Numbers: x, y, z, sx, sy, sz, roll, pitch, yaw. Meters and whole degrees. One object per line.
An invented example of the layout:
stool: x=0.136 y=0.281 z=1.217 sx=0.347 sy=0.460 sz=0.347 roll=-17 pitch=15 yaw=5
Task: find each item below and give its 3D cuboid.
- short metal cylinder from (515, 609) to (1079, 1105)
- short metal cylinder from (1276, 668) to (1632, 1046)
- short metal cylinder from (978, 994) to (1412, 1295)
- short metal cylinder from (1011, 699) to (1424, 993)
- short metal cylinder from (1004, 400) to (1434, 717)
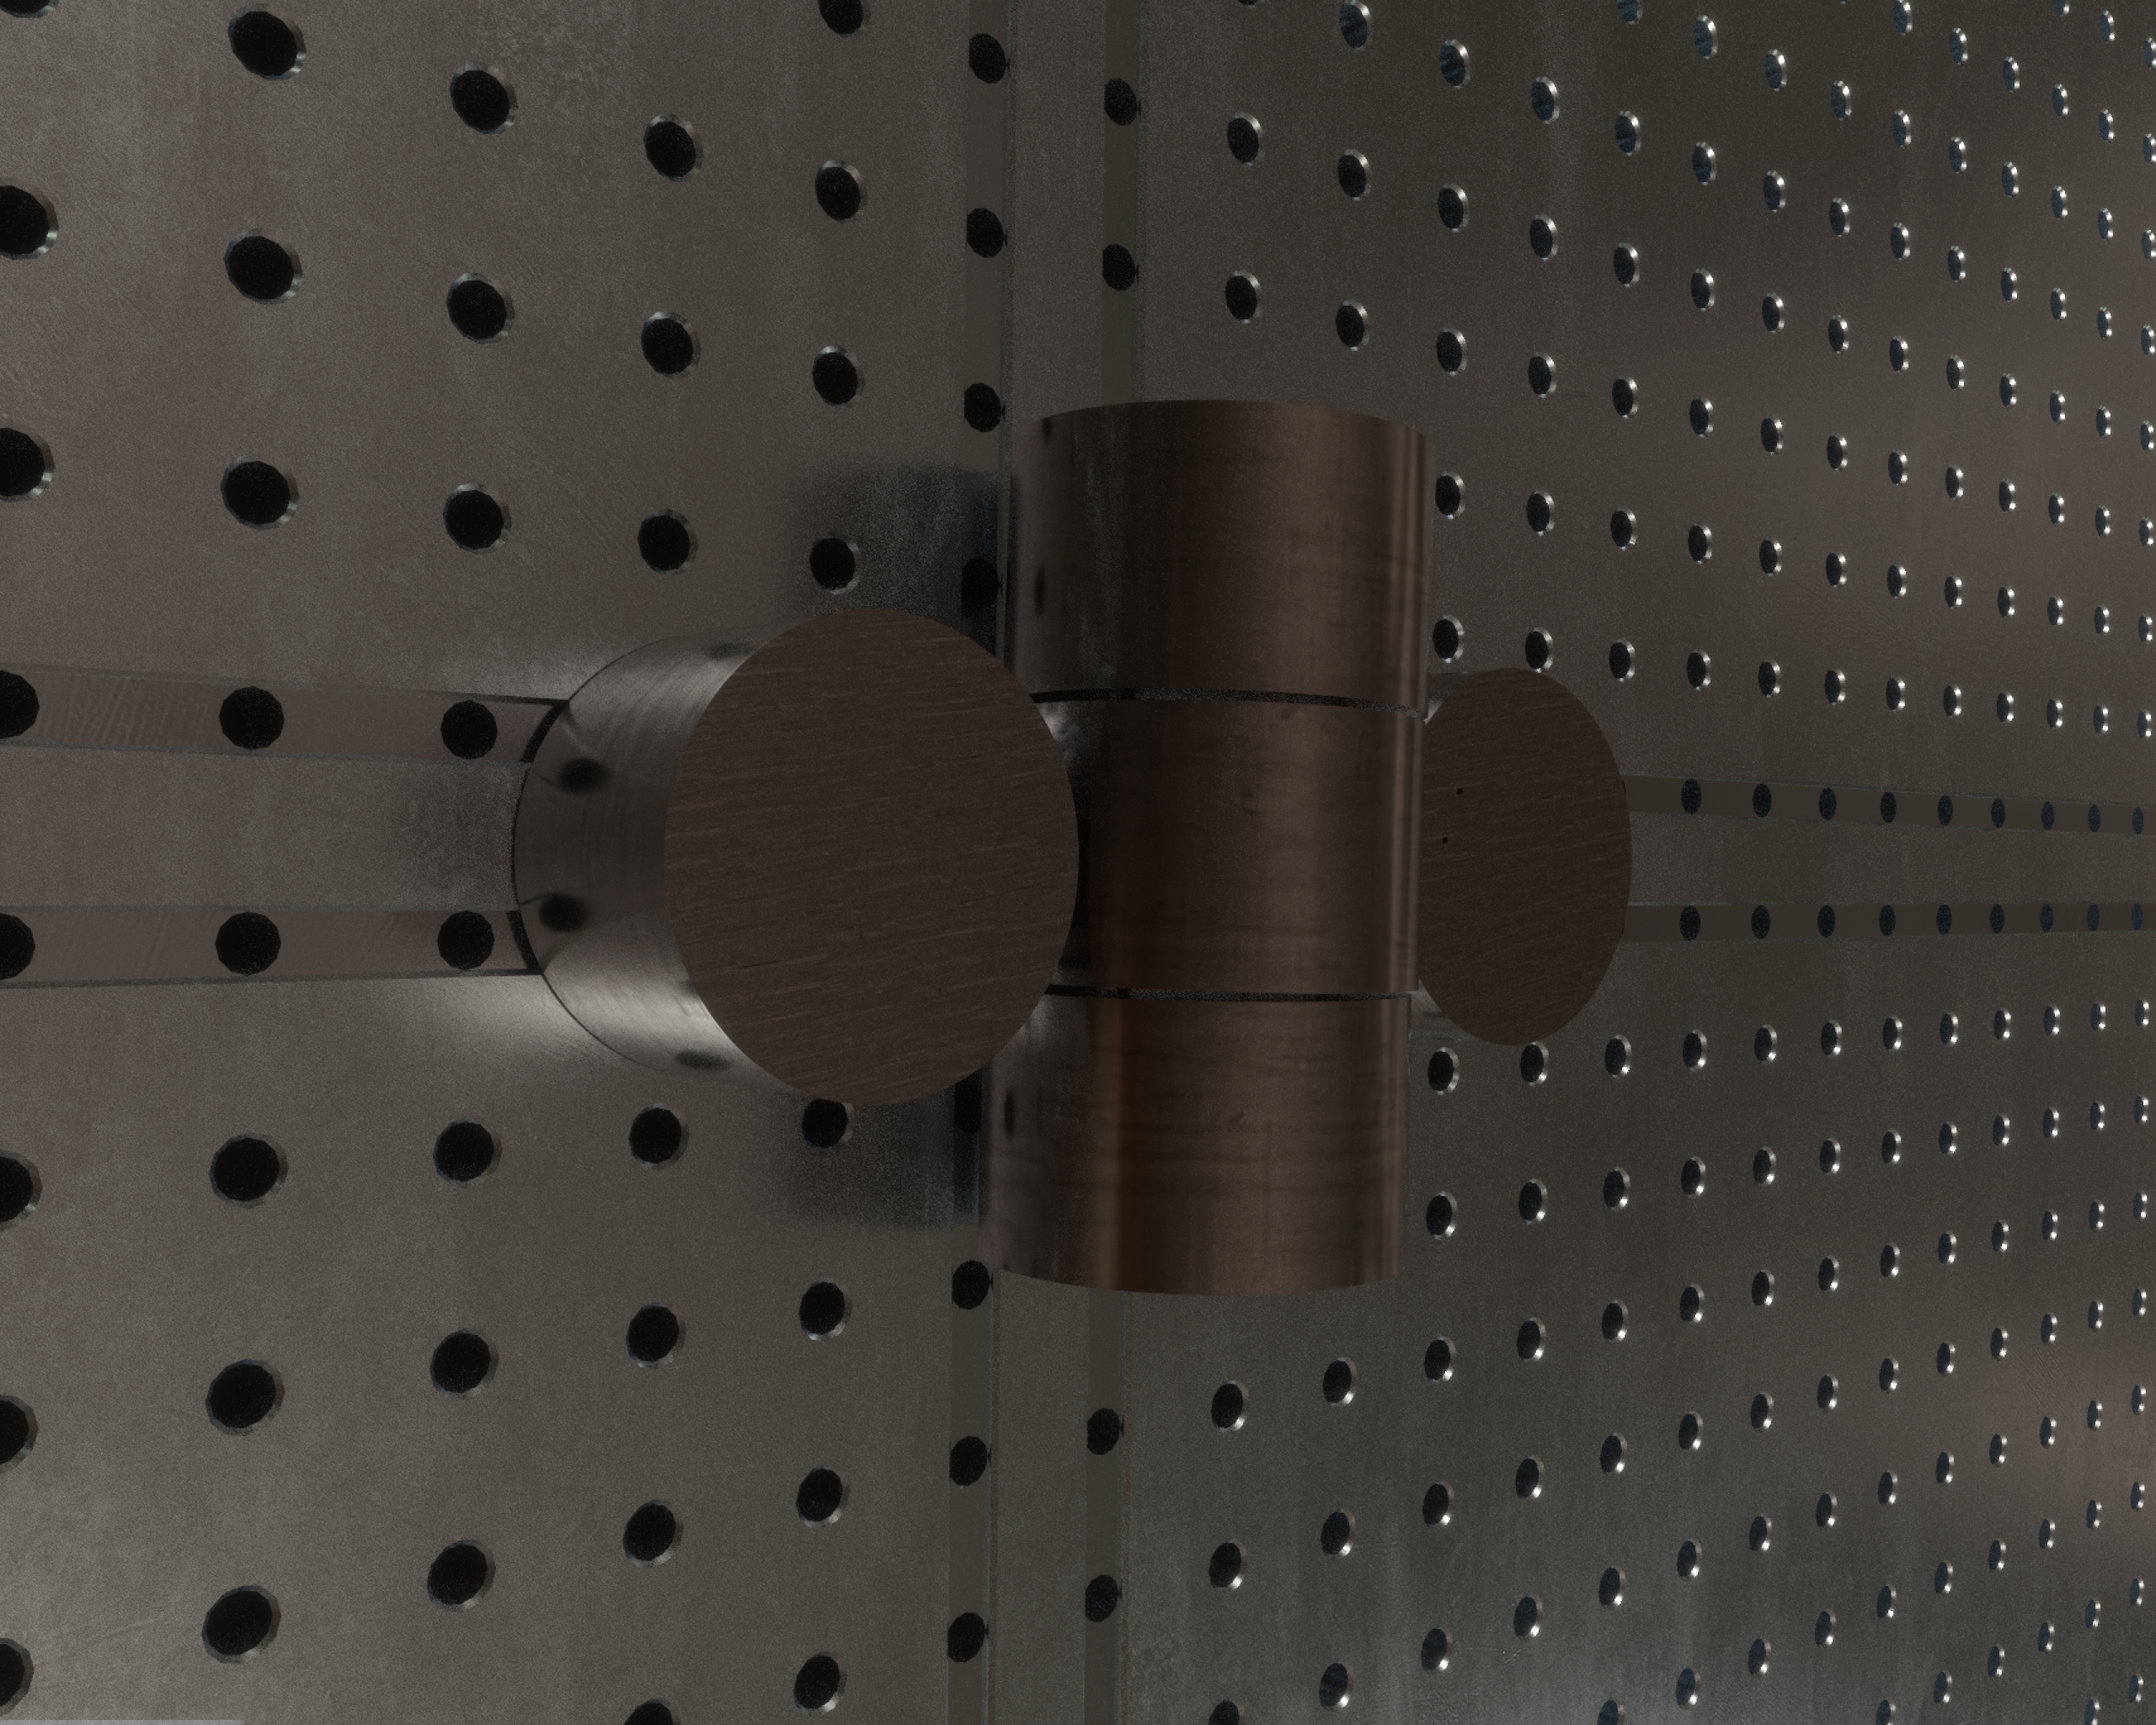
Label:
short metal cylinder: x=-0.047 y=-0.001 z=0.354 sx=0.081 sy=0.050 sz=0.079 roll=0 pitch=90 yaw=-40
short metal cylinder: x=0.077 y=-0.001 z=0.459 sx=0.081 sy=0.050 sz=0.079 roll=0 pitch=90 yaw=-40
short metal cylinder: x=0.022 y=0.049 z=0.393 sx=0.081 sy=0.080 sz=0.050 roll=2 pitch=89 yaw=-40
short metal cylinder: x=0.025 y=-0.002 z=0.395 sx=0.081 sy=0.080 sz=0.050 roll=2 pitch=89 yaw=-40
short metal cylinder: x=0.027 y=-0.053 z=0.397 sx=0.081 sy=0.080 sz=0.050 roll=3 pitch=88 yaw=-40
